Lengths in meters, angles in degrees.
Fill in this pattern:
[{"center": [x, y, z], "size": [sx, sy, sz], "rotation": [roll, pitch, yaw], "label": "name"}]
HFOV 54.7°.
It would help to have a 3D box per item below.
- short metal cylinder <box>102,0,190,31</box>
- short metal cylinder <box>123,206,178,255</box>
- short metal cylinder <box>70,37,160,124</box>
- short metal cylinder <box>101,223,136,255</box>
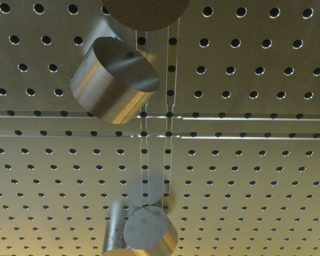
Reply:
[{"center": [-0.012, -0.136, 0.279], "size": [0.081, 0.050, 0.079], "rotation": [0, 130, 0], "label": "short metal cylinder"}, {"center": [-0.015, 0.182, 0.530], "size": [0.080, 0.080, 0.050], "rotation": [-16, 128, 13], "label": "short metal cylinder"}, {"center": [-0.047, -0.051, 0.332], "size": [0.080, 0.080, 0.050], "rotation": [29, 124, -22], "label": "short metal cylinder"}, {"center": [-0.068, 0.225, 0.586], "size": [0.081, 0.050, 0.079], "rotation": [0, 130, 0], "label": "short metal cylinder"}]
